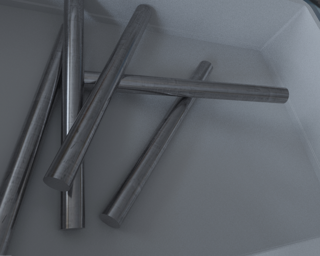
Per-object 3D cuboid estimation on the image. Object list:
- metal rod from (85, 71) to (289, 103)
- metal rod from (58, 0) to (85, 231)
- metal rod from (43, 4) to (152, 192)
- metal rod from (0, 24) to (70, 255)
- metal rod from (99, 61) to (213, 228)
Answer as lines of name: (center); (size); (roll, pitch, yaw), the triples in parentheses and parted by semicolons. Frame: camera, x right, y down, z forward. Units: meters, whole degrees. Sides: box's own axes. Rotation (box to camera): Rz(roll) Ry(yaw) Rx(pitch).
metal rod: (0.044, -0.055, 0.431); (0.302, 0.025, 0.025); (2, 60, -16)
metal rod: (-0.100, -0.040, 0.356); (0.025, 0.025, 0.299); (5, 66, -26)
metal rod: (-0.058, -0.062, 0.371); (0.025, 0.025, 0.300); (27, 50, -12)
metal rod: (-0.134, -0.009, 0.339); (0.025, 0.025, 0.300); (18, 55, -19)
metal rod: (0.012, -0.002, 0.414); (0.025, 0.025, 0.301); (37, 51, -4)
